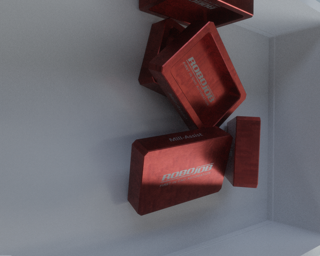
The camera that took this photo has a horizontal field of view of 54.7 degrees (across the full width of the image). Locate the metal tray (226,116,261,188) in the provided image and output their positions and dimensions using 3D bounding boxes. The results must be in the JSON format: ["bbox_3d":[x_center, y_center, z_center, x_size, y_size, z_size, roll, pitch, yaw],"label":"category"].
[{"bbox_3d":[0.117,0.033,0.451,0.130,0.030,0.089,23,70,-83],"label":"metal tray"}]

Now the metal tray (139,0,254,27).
[{"bbox_3d":[0.049,-0.166,0.407,0.131,0.090,0.030,1,89,-40],"label":"metal tray"}]

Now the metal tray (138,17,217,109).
[{"bbox_3d":[0.038,-0.082,0.436,0.131,0.030,0.090,21,77,-38],"label":"metal tray"}]

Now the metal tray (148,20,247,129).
[{"bbox_3d":[0.054,-0.059,0.401,0.090,0.030,0.130,-46,127,-12],"label":"metal tray"}]

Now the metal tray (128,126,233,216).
[{"bbox_3d":[0.027,0.051,0.393,0.131,0.030,0.089,-9,119,-30],"label":"metal tray"}]
